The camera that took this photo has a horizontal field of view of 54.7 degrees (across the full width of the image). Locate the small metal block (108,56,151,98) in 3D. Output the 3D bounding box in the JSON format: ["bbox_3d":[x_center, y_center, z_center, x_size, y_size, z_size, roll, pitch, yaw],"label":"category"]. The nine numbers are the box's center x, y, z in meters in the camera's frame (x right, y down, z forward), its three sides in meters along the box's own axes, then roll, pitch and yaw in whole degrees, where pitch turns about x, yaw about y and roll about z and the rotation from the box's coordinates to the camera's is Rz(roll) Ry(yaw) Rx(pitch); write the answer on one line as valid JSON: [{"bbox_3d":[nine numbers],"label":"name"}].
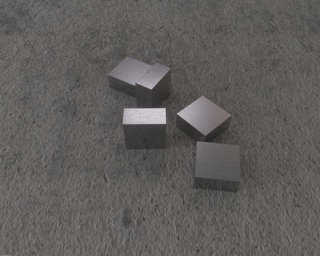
[{"bbox_3d":[-0.042,-0.077,0.467,0.050,0.025,0.050,24,54,18],"label":"small metal block"}]

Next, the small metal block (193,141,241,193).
[{"bbox_3d":[0.067,0.045,0.365,0.050,0.025,0.050,6,50,4],"label":"small metal block"}]

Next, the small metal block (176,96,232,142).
[{"bbox_3d":[0.057,-0.009,0.411,0.050,0.025,0.050,-35,59,-26],"label":"small metal block"}]

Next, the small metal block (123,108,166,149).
[{"bbox_3d":[-0.018,0.002,0.385,0.050,0.050,0.025,-1,50,-1],"label":"small metal block"}]

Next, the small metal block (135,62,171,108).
[{"bbox_3d":[-0.008,-0.055,0.433,0.025,0.050,0.050,25,55,19],"label":"small metal block"}]
